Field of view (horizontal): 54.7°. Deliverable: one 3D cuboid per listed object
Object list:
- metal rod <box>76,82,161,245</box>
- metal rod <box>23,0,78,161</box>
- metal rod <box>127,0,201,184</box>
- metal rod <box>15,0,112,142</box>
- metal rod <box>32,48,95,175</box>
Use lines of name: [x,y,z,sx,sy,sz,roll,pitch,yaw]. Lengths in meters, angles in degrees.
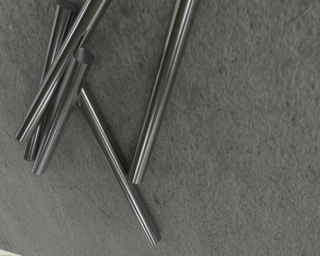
metal rod: [-0.064,0.060,0.475,0.025,0.025,0.299,-10,114,32]
metal rod: [-0.172,-0.049,0.464,0.025,0.025,0.298,35,129,4]
metal rod: [-0.001,-0.038,0.382,0.025,0.025,0.298,26,128,11]
metal rod: [-0.128,-0.080,0.402,0.025,0.025,0.298,42,123,-1]
metal rod: [-0.154,-0.004,0.460,0.025,0.025,0.298,41,136,0]
